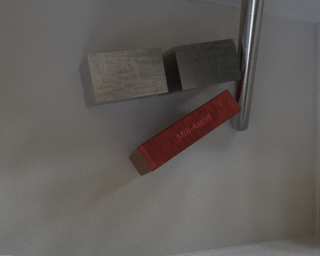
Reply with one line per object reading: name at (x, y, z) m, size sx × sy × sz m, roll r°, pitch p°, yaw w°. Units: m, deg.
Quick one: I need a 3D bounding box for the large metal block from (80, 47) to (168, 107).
large metal block at (-0.046, -0.057, 0.365) m, size 0.081 × 0.080 × 0.050 m, roll -11°, pitch 94°, yaw -20°

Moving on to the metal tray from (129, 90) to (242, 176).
metal tray at (0.028, 0.008, 0.384) m, size 0.131 × 0.090 × 0.030 m, roll -33°, pitch 86°, yaw -17°

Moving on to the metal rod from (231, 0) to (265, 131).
metal rod at (0.107, -0.120, 0.367) m, size 0.025 × 0.025 × 0.298 m, roll -21°, pitch 130°, yaw -19°

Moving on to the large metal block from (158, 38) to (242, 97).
large metal block at (0.044, -0.076, 0.399) m, size 0.081 × 0.080 × 0.050 m, roll -13°, pitch 95°, yaw -20°
